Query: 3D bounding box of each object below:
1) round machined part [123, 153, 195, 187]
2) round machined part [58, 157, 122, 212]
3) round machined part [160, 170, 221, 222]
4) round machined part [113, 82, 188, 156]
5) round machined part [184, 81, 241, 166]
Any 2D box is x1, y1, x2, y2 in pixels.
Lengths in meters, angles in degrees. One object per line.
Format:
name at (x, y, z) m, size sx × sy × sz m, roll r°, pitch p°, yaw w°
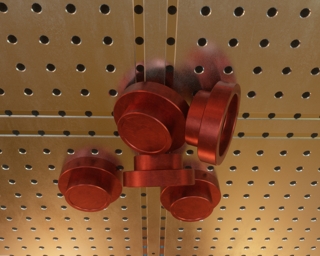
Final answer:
round machined part at (-0.002, 0.059, 0.429) m, size 0.099 × 0.042 × 0.098 m, roll -2°, pitch 170°, yaw 0°
round machined part at (-0.108, 0.093, 0.478) m, size 0.099 × 0.042 × 0.097 m, roll -1°, pitch 130°, yaw 0°
round machined part at (0.049, 0.115, 0.499) m, size 0.099 × 0.042 × 0.097 m, roll -1°, pitch 130°, yaw 0°
round machined part at (-0.012, -0.004, 0.377) m, size 0.098 × 0.042 × 0.097 m, roll 13°, pitch 134°, yaw 14°
round machined part at (0.061, -0.008, 0.365) m, size 0.042 × 0.098 × 0.097 m, roll 15°, pitch 134°, yaw 22°
